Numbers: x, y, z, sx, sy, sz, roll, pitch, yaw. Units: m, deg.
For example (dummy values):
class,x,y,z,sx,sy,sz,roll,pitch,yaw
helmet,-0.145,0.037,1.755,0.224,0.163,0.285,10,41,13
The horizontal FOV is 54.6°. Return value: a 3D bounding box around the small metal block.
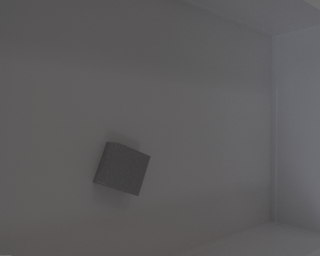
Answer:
class,x,y,z,sx,sy,sz,roll,pitch,yaw
small metal block,-0.045,0.049,0.368,0.050,0.025,0.050,27,73,-37
